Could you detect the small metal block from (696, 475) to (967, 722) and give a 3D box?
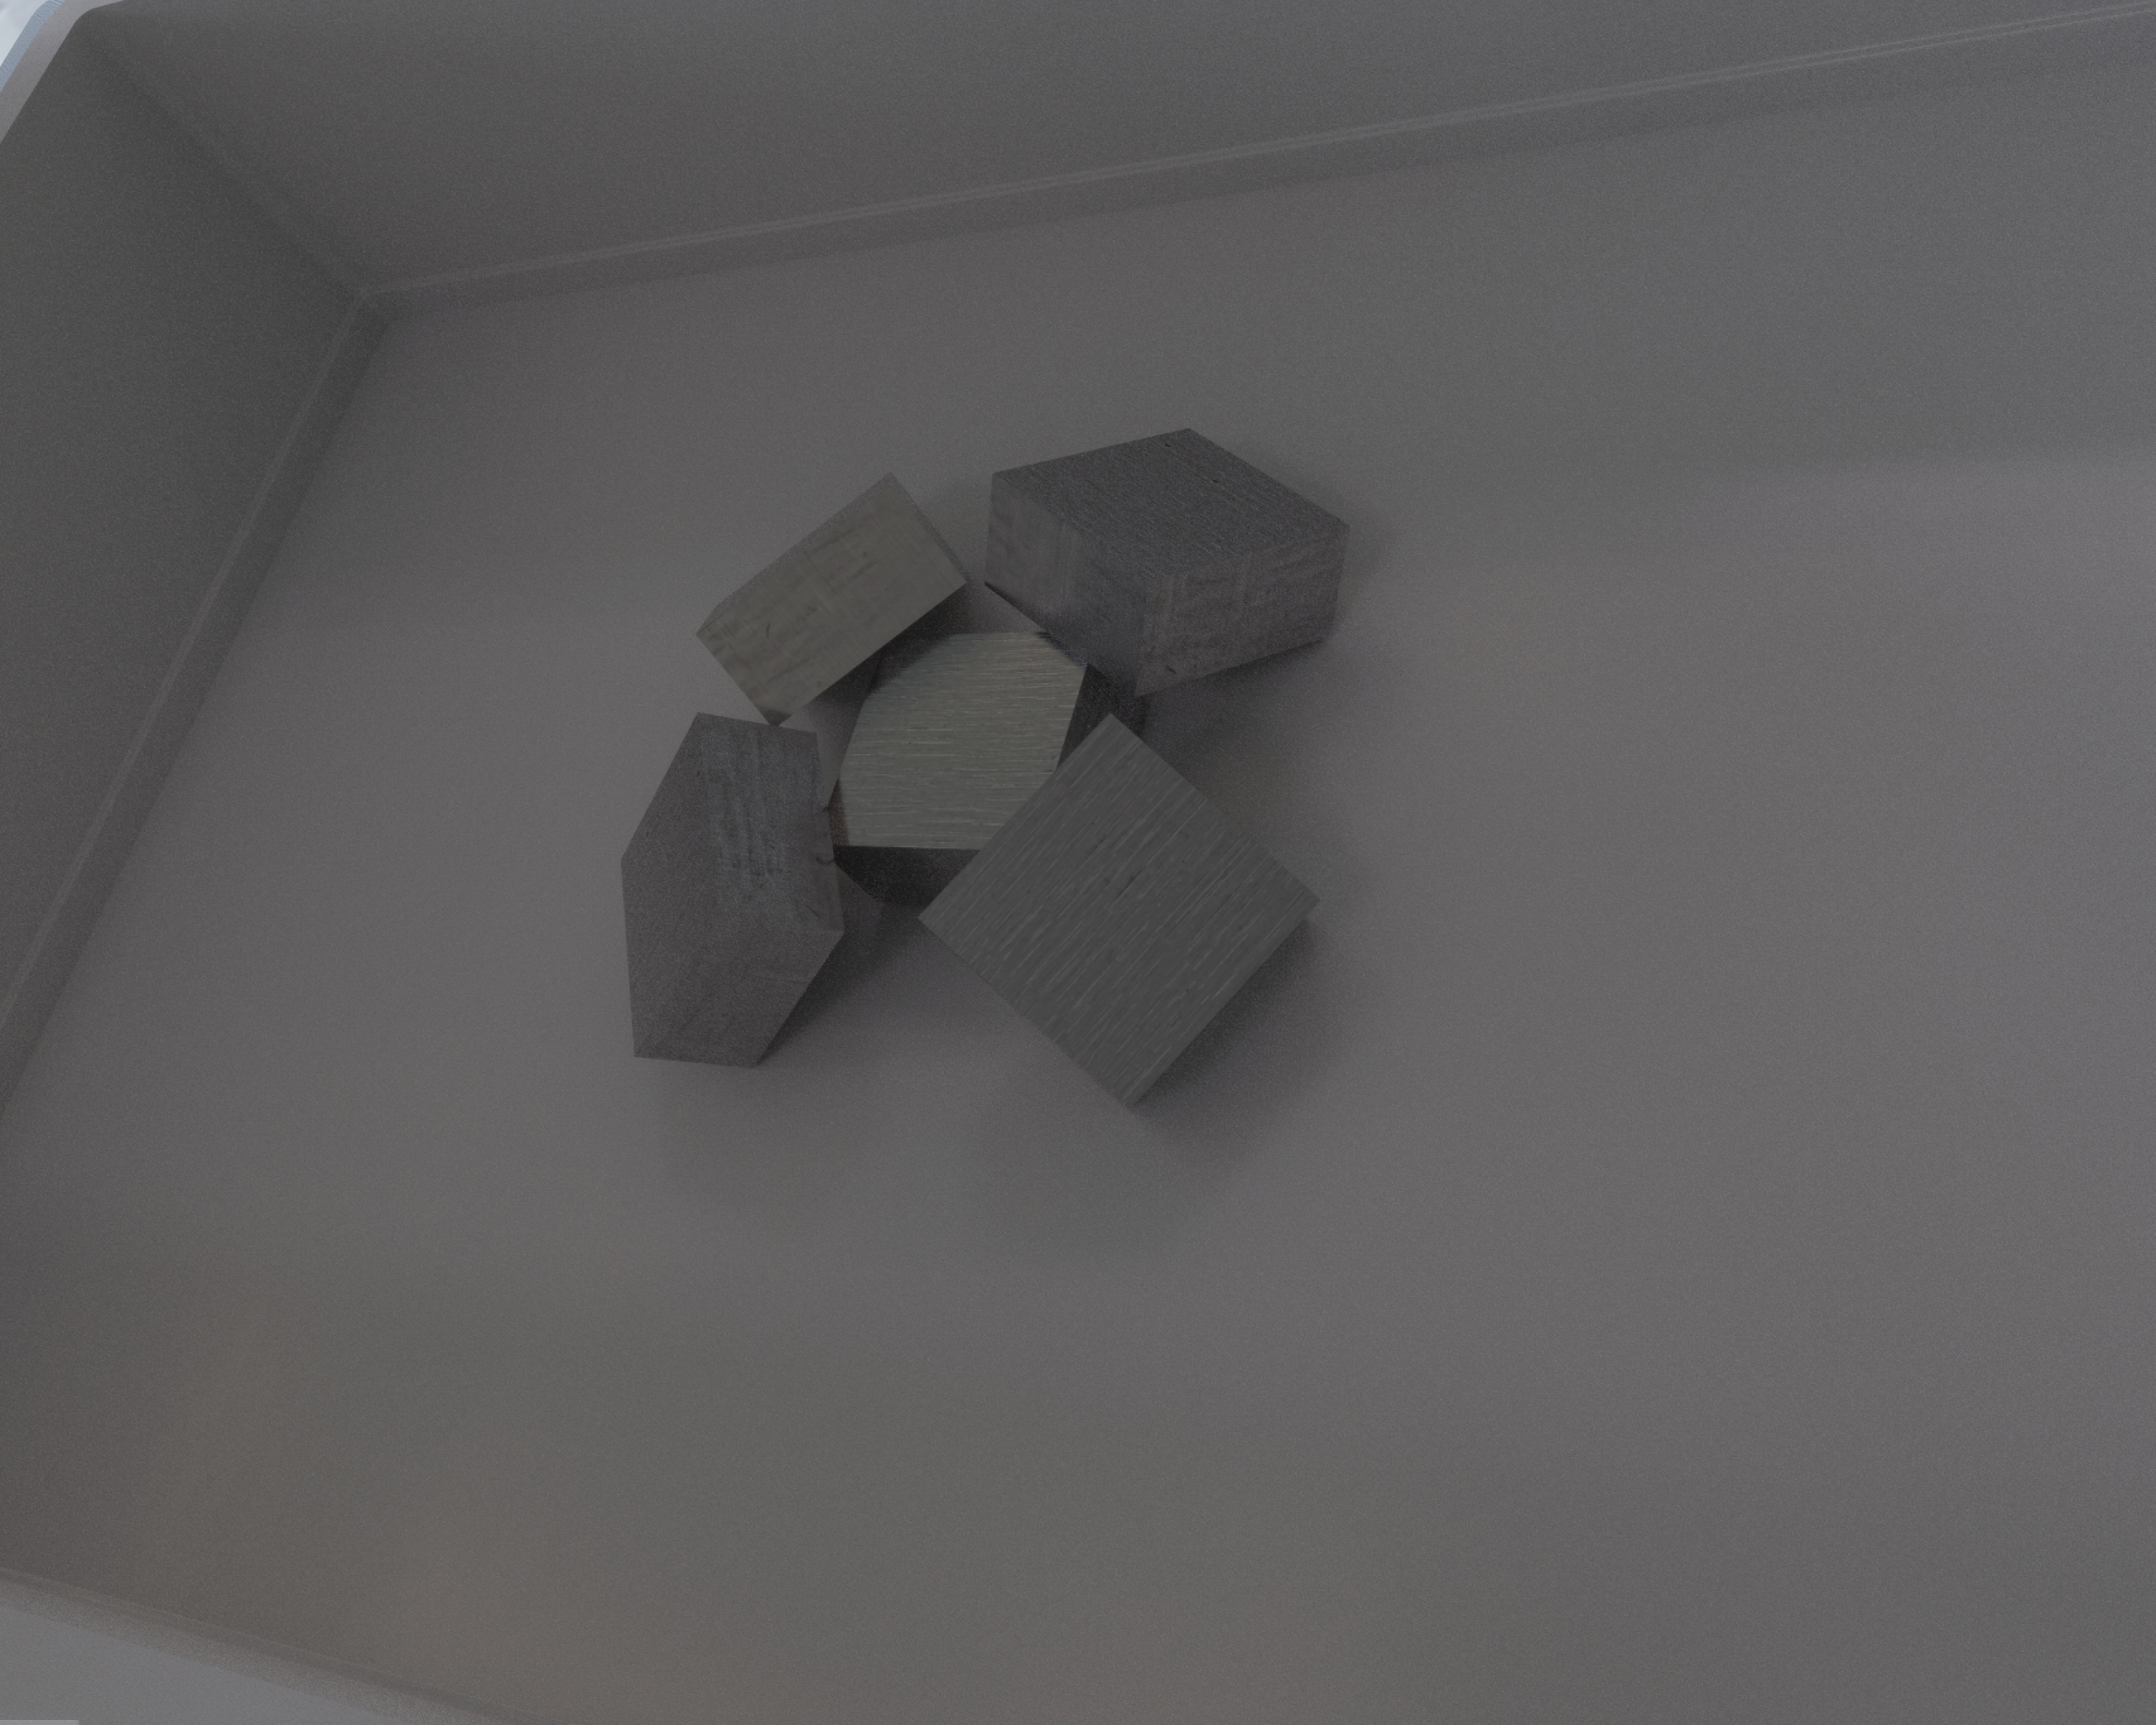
[{"bbox_3d":[-0.052,-0.058,0.450,0.050,0.025,0.050,-37,14,4],"label":"small metal block"}]

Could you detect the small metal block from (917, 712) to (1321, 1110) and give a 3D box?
[{"bbox_3d":[0.007,0.010,0.379,0.050,0.025,0.050,42,84,4],"label":"small metal block"}]

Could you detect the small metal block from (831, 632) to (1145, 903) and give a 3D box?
[{"bbox_3d":[-0.019,-0.019,0.424,0.050,0.025,0.050,2,62,29],"label":"small metal block"}]

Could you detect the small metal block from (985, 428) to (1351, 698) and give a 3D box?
[{"bbox_3d":[0.017,-0.061,0.416,0.050,0.025,0.050,-20,43,-32],"label":"small metal block"}]

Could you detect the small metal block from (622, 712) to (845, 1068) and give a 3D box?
[{"bbox_3d":[-0.071,0.006,0.422,0.050,0.025,0.050,-53,39,42],"label":"small metal block"}]
